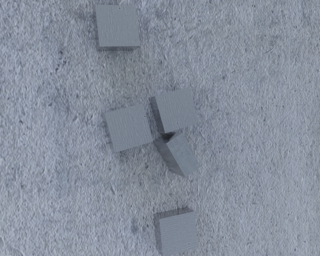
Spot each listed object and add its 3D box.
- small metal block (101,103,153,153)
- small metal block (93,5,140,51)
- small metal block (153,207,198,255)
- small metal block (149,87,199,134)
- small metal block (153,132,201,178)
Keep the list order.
[{"bbox_3d":[-0.042,0.000,0.393,0.050,0.025,0.050,-16,96,-19],"label":"small metal block"},{"bbox_3d":[-0.055,-0.124,0.388,0.050,0.025,0.050,-7,92,-20],"label":"small metal block"},{"bbox_3d":[0.021,0.138,0.417,0.050,0.025,0.050,-7,92,-20],"label":"small metal block"},{"bbox_3d":[0.019,-0.024,0.416,0.050,0.025,0.050,-17,96,-19],"label":"small metal block"},{"bbox_3d":[0.021,0.033,0.403,0.025,0.050,0.050,-33,101,-17],"label":"small metal block"}]
